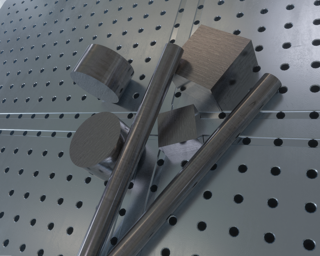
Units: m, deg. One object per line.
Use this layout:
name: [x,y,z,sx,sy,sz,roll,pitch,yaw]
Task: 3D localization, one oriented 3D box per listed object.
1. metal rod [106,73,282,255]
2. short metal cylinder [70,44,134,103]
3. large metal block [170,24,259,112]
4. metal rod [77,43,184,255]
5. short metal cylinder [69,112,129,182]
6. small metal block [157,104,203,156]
metal rod: [0.036,0.054,0.356,0.300,0.025,0.025,-48,51,-6]
short metal cylinder: [-0.086,-0.081,0.468,0.080,0.080,0.050,15,70,34]
large metal block: [0.067,-0.080,0.406,0.080,0.050,0.080,33,80,38]
metal rod: [-0.037,0.037,0.370,0.025,0.025,0.299,17,81,34]
short metal cylinder: [-0.071,0.025,0.410,0.080,0.050,0.080,-17,53,23]
small metal block: [0.025,0.003,0.393,0.050,0.025,0.050,-15,56,19]
